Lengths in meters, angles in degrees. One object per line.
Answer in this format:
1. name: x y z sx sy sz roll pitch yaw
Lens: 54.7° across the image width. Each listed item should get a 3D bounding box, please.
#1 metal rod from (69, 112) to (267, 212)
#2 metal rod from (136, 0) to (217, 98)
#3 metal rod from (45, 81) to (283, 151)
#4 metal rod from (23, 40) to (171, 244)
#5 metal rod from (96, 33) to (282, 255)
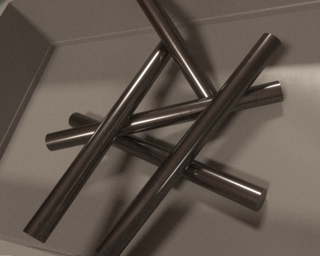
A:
1. metal rod: -0.015 0.030 0.393 0.300 0.025 0.025 20 72 35
2. metal rod: -0.013 -0.163 0.407 0.025 0.025 0.299 -32 86 7
3. metal rod: -0.005 -0.012 0.390 0.301 0.025 0.025 -12 56 12
4. metal rod: -0.054 -0.007 0.372 0.025 0.025 0.300 14 60 33
5. metal rod: 0.035 0.017 0.340 0.025 0.025 0.300 35 84 38
